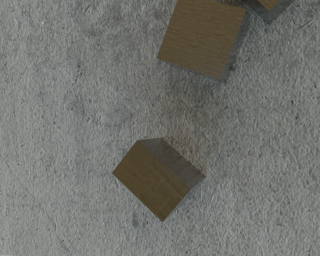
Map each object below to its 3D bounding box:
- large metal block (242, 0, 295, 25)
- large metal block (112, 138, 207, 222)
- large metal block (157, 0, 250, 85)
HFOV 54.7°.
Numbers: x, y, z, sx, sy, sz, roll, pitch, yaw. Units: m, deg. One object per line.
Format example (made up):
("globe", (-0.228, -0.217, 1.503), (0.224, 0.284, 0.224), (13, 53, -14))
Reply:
("large metal block", (0.126, -0.181, 0.351), (0.080, 0.050, 0.080), (-45, 76, 14))
("large metal block", (0.002, 0.058, 0.379), (0.080, 0.080, 0.050), (41, 103, 15))
("large metal block", (0.054, -0.106, 0.377), (0.080, 0.050, 0.080), (23, 98, 18))
